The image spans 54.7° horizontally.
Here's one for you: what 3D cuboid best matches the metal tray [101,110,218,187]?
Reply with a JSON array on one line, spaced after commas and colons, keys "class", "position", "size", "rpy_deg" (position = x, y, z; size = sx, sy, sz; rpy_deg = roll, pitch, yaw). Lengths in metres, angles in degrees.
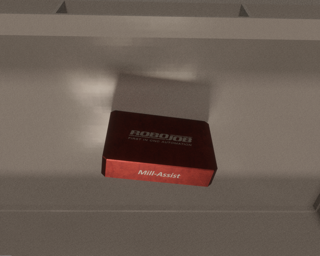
[{"class": "metal tray", "position": [-0.001, 0.023, 0.386], "size": [0.131, 0.090, 0.030], "rpy_deg": [7, 130, -6]}]
